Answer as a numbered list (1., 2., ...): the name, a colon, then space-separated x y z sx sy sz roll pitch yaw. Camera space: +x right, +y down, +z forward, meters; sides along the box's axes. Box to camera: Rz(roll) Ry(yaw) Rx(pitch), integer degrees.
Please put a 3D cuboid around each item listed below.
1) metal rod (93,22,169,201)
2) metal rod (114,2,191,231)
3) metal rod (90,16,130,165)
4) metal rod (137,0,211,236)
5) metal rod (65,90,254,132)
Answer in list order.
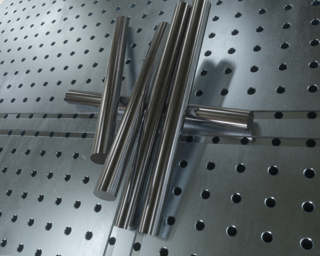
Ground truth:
1. metal rod: -0.025 -0.045 0.414 0.025 0.025 0.300 -4 49 25
2. metal rod: -0.004 -0.025 0.393 0.025 0.025 0.299 7 75 31
3. metal rod: -0.069 -0.078 0.463 0.025 0.025 0.300 -16 47 19
4. metal rod: 0.021 -0.025 0.378 0.025 0.025 0.299 6 74 30
5. metal rod: -0.022 -0.030 0.436 0.300 0.025 0.025 10 67 32
